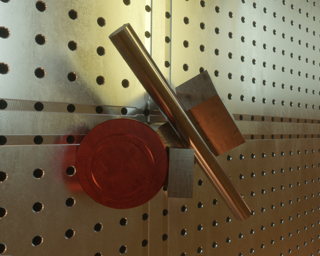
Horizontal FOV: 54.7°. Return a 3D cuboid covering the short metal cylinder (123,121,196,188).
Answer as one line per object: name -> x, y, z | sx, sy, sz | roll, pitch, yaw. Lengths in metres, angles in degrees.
short metal cylinder -> 0.000, 0.031, 0.388 | 0.081, 0.050, 0.079 | 0, 90, -40

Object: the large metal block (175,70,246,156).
large metal block -> 0.065, -0.020, 0.415 | 0.080, 0.050, 0.080 | 54, 16, -27

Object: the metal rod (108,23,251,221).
metal rod -> 0.038, 0.012, 0.372 | 0.025, 0.025, 0.300 | -51, 120, -28

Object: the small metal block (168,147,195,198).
small metal block -> 0.022, 0.046, 0.339 | 0.025, 0.050, 0.050 | 3, 89, 0

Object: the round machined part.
round machined part -> -0.040, 0.038, 0.327 | 0.099, 0.042, 0.097 | 0, 93, -2
